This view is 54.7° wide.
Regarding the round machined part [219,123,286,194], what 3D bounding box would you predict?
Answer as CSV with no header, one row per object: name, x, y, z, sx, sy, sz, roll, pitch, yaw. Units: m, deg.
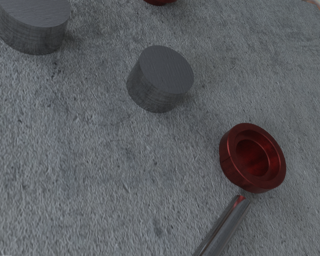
round machined part,0.123,0.045,0.434,0.099,0.042,0.098,14,56,-21

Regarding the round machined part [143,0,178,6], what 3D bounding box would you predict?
round machined part,-0.008,-0.256,0.547,0.099,0.042,0.098,14,56,-21

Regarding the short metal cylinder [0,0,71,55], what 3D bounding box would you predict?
short metal cylinder,-0.158,-0.139,0.388,0.081,0.050,0.080,14,56,-21

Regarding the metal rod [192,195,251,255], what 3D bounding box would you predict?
metal rod,0.016,0.172,0.309,0.025,0.025,0.302,47,51,4

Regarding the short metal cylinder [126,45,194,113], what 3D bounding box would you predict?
short metal cylinder,0.000,-0.067,0.430,0.081,0.050,0.080,14,56,-21
